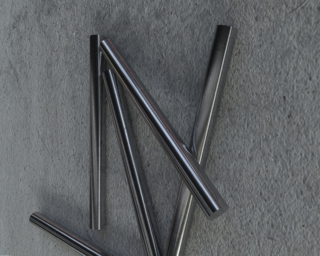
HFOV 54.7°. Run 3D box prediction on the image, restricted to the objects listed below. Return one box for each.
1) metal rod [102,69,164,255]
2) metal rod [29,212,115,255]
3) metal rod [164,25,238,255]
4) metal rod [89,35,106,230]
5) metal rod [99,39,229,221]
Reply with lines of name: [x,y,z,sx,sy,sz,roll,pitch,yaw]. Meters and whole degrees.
metal rod: [-0.037,0.058,0.435,0.025,0.025,0.299,-25,75,37]
metal rod: [-0.129,0.195,0.511,0.300,0.025,0.025,9,96,39]
metal rod: [0.044,0.033,0.368,0.025,0.025,0.298,19,102,38]
metal rod: [-0.098,0.006,0.485,0.025,0.025,0.298,0,90,40]
metal rod: [-0.011,-0.020,0.391,0.025,0.025,0.300,-52,53,27]
